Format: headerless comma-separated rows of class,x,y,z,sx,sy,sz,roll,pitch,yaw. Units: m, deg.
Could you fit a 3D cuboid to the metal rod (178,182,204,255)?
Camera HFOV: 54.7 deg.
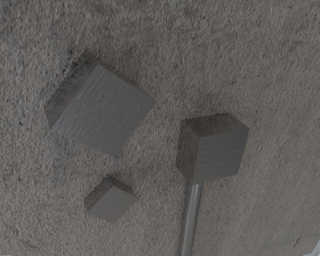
metal rod,0.049,0.202,0.558,0.025,0.025,0.298,-10,123,-23

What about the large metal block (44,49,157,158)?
large metal block,-0.065,-0.025,0.340,0.080,0.050,0.080,31,101,-38

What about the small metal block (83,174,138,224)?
small metal block,-0.068,0.100,0.431,0.050,0.025,0.050,-47,129,4

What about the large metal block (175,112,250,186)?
large metal block,0.073,0.029,0.449,0.081,0.050,0.079,-9,123,-24
